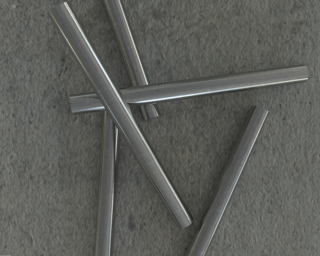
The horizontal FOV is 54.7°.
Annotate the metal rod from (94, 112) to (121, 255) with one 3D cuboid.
[{"bbox_3d":[-0.071,0.111,0.409,0.025,0.025,0.298,4,90,-1],"label":"metal rod"}]

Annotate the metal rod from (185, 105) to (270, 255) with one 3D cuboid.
[{"bbox_3d":[0.072,0.111,0.411,0.025,0.025,0.299,24,90,-1],"label":"metal rod"}]

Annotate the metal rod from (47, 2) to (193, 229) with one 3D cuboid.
[{"bbox_3d":[-0.036,0.000,0.364,0.025,0.025,0.299,-29,108,0],"label":"metal rod"}]

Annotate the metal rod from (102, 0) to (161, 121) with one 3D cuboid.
[{"bbox_3d":[-0.058,-0.154,0.409,0.025,0.025,0.298,-19,90,0],"label":"metal rod"}]

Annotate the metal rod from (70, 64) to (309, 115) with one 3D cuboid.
[{"bbox_3d":[0.043,-0.050,0.392,0.302,0.025,0.025,-9,90,-8],"label":"metal rod"}]
